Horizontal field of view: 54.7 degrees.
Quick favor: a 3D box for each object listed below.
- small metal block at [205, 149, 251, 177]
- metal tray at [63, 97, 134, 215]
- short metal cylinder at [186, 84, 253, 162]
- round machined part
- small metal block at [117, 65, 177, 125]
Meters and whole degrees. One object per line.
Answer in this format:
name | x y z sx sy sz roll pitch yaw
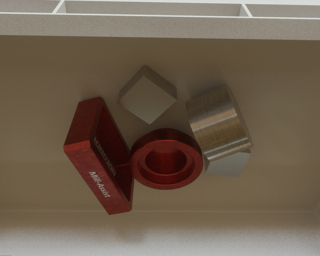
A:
small metal block | 0.095 0.042 0.444 0.050 0.025 0.050 8 129 -6
metal tray | -0.069 0.037 0.395 0.030 0.090 0.129 -13 129 11
short metal cylinder | 0.071 -0.006 0.367 0.050 0.080 0.080 -23 127 18
round machined part | 0.008 0.038 0.427 0.099 0.042 0.097 -1 130 0
small metal block | -0.015 -0.039 0.373 0.050 0.025 0.050 34 123 -24
